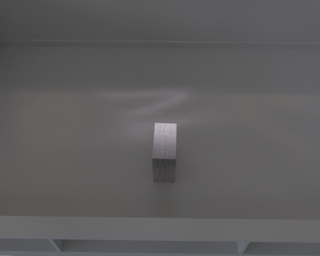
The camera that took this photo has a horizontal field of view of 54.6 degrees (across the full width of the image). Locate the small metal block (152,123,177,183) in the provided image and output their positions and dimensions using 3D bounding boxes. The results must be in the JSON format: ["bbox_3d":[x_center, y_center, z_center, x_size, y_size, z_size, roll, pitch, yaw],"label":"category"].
[{"bbox_3d":[0.006,0.030,0.364,0.025,0.050,0.050,2,50,2],"label":"small metal block"}]
